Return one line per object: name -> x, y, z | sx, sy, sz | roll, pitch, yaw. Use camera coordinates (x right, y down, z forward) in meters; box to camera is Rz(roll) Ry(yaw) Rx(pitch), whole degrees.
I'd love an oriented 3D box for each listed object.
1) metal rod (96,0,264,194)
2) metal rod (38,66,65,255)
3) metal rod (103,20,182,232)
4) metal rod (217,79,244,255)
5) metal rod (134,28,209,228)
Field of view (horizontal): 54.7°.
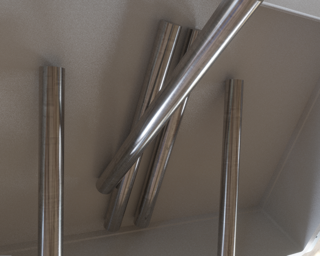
metal rod -> -0.005, -0.011, 0.322 | 0.025, 0.025, 0.298 | 7, 140, -32
metal rod -> -0.113, 0.088, 0.320 | 0.025, 0.025, 0.298 | 0, 93, -29
metal rod -> -0.029, 0.014, 0.401 | 0.025, 0.025, 0.298 | 4, 117, -30
metal rod -> 0.097, 0.083, 0.434 | 0.025, 0.025, 0.298 | 1, 93, -29
metal rod -> 0.008, 0.017, 0.423 | 0.025, 0.025, 0.298 | 2, 118, -29
